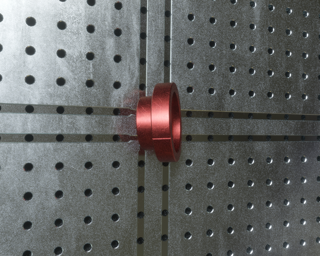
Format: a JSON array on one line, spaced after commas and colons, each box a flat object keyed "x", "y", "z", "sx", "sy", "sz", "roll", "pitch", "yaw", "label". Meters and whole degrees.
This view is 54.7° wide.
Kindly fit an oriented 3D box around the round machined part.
[{"x": -0.001, "y": -0.006, "z": 0.384, "sx": 0.042, "sy": 0.098, "sz": 0.097, "roll": -2, "pitch": 91, "yaw": 11, "label": "round machined part"}]
